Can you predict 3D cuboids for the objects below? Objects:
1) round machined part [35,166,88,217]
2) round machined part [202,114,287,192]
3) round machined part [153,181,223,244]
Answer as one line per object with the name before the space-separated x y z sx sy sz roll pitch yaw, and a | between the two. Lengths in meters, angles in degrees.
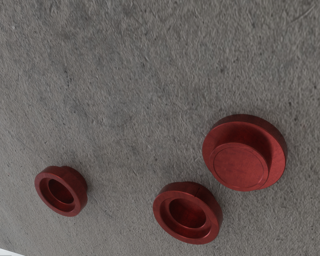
round machined part | -0.170 0.107 0.551 0.098 0.042 0.097 13 124 21
round machined part | 0.097 0.036 0.367 0.098 0.042 0.097 13 124 21
round machined part | 0.043 0.116 0.445 0.098 0.042 0.097 13 124 21
